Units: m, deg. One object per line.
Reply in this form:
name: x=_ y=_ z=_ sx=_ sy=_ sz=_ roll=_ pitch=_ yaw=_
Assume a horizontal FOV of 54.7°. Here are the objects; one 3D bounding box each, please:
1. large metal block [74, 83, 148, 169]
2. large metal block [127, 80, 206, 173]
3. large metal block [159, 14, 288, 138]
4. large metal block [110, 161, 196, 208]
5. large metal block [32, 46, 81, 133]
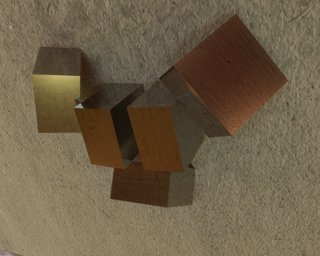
large metal block: x=-0.054 y=-0.006 z=0.396 sx=0.050 sy=0.080 sz=0.079 roll=5 pitch=121 yaw=25
large metal block: x=0.012 y=-0.005 z=0.362 sx=0.050 sy=0.080 sz=0.079 roll=1 pitch=119 yaw=27
large metal block: x=0.060 y=-0.047 z=0.303 sx=0.080 sy=0.080 sz=0.050 roll=50 pitch=166 yaw=-7
large metal block: x=-0.007 y=0.073 z=0.412 sx=0.080 sy=0.080 sz=0.050 roll=1 pitch=80 yaw=27
large metal block: x=-0.128 y=-0.050 z=0.396 sx=0.050 sy=0.080 sz=0.079 roll=0 pitch=126 yaw=-14
